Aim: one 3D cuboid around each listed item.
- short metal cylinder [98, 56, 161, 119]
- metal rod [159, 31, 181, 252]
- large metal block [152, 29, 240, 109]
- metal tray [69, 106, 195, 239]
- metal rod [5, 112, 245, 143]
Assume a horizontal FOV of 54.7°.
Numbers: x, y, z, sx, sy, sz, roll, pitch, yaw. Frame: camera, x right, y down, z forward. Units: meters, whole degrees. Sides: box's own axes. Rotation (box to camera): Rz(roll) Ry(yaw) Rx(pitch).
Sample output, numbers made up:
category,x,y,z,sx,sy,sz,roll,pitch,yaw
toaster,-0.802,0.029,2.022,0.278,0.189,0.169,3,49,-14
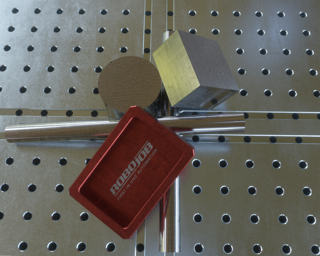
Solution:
category,x,y,z,sx,sy,sz,roll,pitch,yaw
short metal cylinder,-0.038,-0.049,0.415,0.081,0.050,0.080,0,70,0
metal rod,0.014,0.003,0.410,0.025,0.025,0.299,1,70,0
large metal block,0.047,-0.073,0.404,0.081,0.050,0.080,-1,64,-43
metal tray,-0.032,0.050,0.363,0.090,0.030,0.130,38,95,6
metal rod,-0.048,0.000,0.394,0.302,0.025,0.025,-3,70,6
